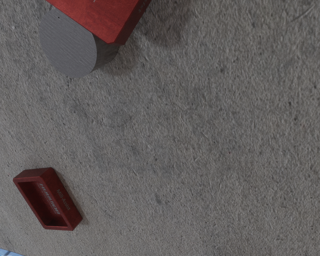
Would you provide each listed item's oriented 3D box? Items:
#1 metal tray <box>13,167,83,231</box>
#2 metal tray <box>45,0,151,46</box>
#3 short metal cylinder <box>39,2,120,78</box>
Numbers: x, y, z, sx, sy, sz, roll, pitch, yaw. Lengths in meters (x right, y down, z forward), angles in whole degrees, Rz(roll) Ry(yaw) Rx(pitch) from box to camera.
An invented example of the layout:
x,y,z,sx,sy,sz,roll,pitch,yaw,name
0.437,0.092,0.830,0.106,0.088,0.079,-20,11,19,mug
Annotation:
x,y,z,sx,sy,sz,roll,pitch,yaw,name
-0.219,0.141,0.605,0.090,0.030,0.129,-9,114,32,metal tray
-0.044,-0.158,0.298,0.090,0.030,0.129,36,106,4,metal tray
-0.096,-0.107,0.375,0.080,0.050,0.079,13,124,21,short metal cylinder
